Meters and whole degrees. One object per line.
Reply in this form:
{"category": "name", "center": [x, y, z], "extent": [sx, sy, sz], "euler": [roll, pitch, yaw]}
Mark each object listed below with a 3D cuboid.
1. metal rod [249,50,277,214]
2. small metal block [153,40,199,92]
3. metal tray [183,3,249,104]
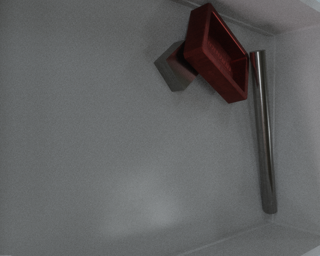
{"category": "metal rod", "center": [0.183, 0.016, 0.543], "extent": [0.025, 0.025, 0.298], "euler": [-24, 111, -38]}
{"category": "small metal block", "center": [0.026, -0.086, 0.431], "extent": [0.050, 0.025, 0.050], "euler": [-50, 120, -28]}
{"category": "metal tray", "center": [0.089, -0.106, 0.459], "extent": [0.130, 0.030, 0.090], "euler": [36, 54, -40]}
